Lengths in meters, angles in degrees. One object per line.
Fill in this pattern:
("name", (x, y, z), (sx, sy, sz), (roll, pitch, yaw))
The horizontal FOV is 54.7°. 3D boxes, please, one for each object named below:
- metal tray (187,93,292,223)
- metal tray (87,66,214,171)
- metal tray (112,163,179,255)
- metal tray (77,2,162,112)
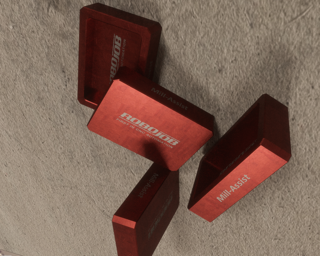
("metal tray", (0.084, 0.034, 0.338), (0.030, 0.090, 0.129), (32, 129, -5))
("metal tray", (-0.011, -0.006, 0.378), (0.131, 0.030, 0.089), (28, 130, -14))
("metal tray", (-0.012, 0.110, 0.412), (0.030, 0.131, 0.089), (11, 123, 22))
("metal tray", (-0.055, -0.076, 0.383), (0.090, 0.030, 0.129), (23, 127, 14))
